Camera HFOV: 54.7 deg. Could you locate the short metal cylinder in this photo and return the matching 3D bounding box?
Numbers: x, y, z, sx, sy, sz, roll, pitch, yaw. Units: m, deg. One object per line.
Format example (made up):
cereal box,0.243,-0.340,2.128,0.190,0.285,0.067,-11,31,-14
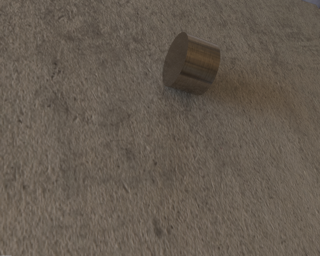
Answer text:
short metal cylinder,0.043,-0.092,0.450,0.050,0.080,0.080,14,56,-21
